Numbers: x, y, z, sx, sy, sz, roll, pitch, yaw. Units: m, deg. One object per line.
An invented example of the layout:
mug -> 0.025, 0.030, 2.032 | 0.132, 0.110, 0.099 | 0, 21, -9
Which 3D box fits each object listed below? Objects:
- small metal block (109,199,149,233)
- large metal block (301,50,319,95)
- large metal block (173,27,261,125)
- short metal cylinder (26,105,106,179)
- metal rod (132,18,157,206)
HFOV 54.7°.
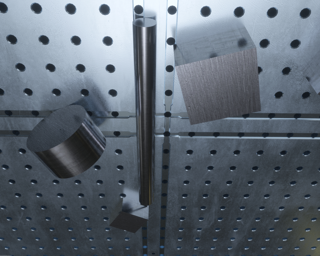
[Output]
small metal block -> -0.054, 0.155, 0.543 | 0.050, 0.025, 0.050 | 24, 126, -20
large metal block -> 0.224, -0.067, 0.342 | 0.080, 0.050, 0.079 | 20, 127, -17
large metal block -> 0.064, -0.057, 0.348 | 0.080, 0.050, 0.080 | -12, 129, 9
short metal cylinder -> -0.116, 0.016, 0.388 | 0.080, 0.080, 0.050 | -17, 128, 14
metal rod -> -0.019, 0.005, 0.415 | 0.025, 0.025, 0.298 | 1, 130, -1
